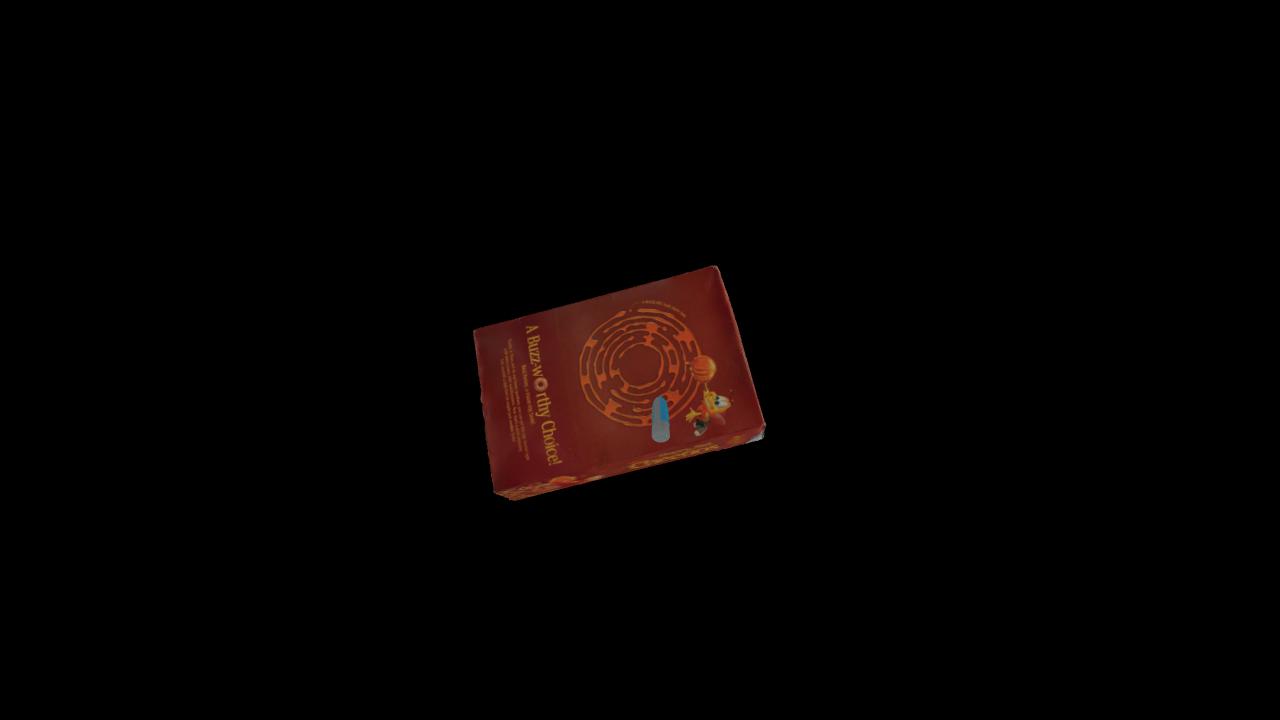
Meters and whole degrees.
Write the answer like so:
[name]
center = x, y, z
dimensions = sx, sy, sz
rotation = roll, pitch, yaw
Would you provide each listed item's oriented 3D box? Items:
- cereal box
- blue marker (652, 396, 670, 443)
[cereal box]
center = -0.028, 0.027, 0.715
dimensions = 0.306, 0.203, 0.081
rotation = -15, -21, 2
[blue marker]
center = 0.022, 0.039, 0.676
dimensions = 0.020, 0.020, 0.121
rotation = 0, 42, 1
